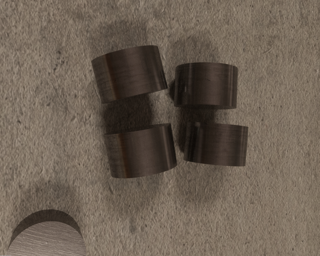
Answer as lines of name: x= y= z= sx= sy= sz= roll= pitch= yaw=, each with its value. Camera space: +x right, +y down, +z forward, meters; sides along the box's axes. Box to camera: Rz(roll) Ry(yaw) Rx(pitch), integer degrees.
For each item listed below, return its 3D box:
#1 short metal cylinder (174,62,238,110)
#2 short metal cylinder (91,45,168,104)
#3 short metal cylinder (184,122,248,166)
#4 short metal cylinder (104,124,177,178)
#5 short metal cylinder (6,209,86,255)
short metal cylinder: x=0.059 y=-0.052 z=0.403 sx=0.081 sy=0.080 sz=0.050 roll=3 pitch=89 yaw=-20
short metal cylinder: x=-0.035 y=-0.062 z=0.367 sx=0.081 sy=0.080 sz=0.050 roll=-15 pitch=96 yaw=-20
short metal cylinder: x=0.073 y=0.021 z=0.408 sx=0.081 sy=0.080 sz=0.050 roll=5 pitch=89 yaw=-20
short metal cylinder: x=-0.023 y=0.025 z=0.372 sx=0.081 sy=0.080 sz=0.050 roll=-10 pitch=94 yaw=-20
short metal cylinder: x=-0.127 y=0.138 z=0.349 sx=0.081 sy=0.050 sz=0.079 roll=0 pitch=90 yaw=-21
